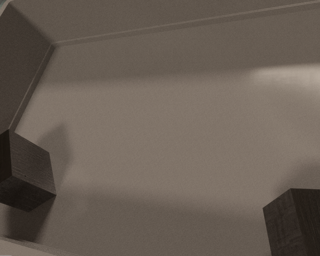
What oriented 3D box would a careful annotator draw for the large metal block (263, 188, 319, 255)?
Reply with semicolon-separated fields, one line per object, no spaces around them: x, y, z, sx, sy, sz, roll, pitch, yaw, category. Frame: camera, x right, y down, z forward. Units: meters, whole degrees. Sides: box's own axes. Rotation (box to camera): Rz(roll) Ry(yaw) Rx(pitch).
0.135;0.095;0.238;0.081;0.050;0.080;4;58;-8;large metal block

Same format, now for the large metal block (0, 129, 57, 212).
-0.198;0.061;0.434;0.050;0.080;0.080;-32;52;7;large metal block
